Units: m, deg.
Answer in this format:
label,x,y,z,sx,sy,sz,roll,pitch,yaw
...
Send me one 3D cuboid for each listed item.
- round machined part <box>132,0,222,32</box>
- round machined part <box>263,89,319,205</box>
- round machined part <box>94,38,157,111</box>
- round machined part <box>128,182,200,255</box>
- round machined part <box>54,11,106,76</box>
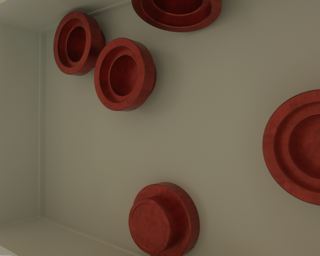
label,x,y,z,sx,sy,sz,roll,pitch,yaw
round machined part,0.020,-0.152,0.344,0.098,0.098,0.042,-5,71,39
round machined part,0.147,0.016,0.274,0.098,0.042,0.097,0,90,39
round machined part,-0.044,-0.072,0.430,0.098,0.042,0.097,0,90,39
round machined part,-0.002,0.121,0.395,0.098,0.042,0.097,0,90,39
round machined part,-0.125,-0.132,0.496,0.098,0.042,0.097,0,90,39
